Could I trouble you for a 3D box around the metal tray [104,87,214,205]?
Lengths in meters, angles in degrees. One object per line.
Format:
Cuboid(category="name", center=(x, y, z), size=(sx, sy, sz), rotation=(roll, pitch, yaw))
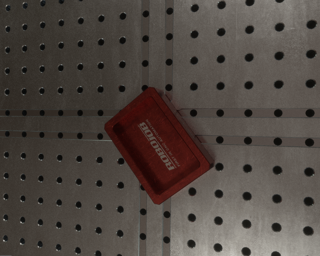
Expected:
Cuboid(category="metal tray", center=(-0.003, 0.022, 0.409), size=(0.090, 0.030, 0.130), rotation=(-39, 78, 15))
